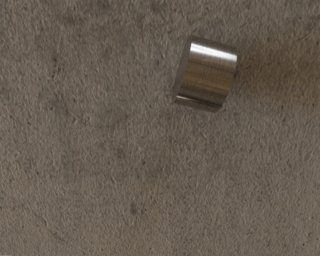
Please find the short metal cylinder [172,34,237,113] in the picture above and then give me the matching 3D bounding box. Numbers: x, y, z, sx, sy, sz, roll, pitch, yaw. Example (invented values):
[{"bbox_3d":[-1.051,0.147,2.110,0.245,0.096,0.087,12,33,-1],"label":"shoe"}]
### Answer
[{"bbox_3d":[0.049,-0.062,0.358,0.050,0.080,0.079,14,110,-6],"label":"short metal cylinder"}]
